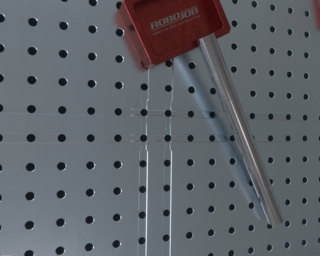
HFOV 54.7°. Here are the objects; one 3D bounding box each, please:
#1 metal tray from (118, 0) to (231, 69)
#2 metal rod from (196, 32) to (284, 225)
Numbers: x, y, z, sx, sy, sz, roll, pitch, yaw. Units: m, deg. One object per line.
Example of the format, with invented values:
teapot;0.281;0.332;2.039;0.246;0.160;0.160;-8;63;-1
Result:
metal tray;0.022;-0.146;0.417;0.131;0.030;0.090;-28;99;-18
metal rod;0.119;0.012;0.440;0.025;0.025;0.299;-30;106;-18
